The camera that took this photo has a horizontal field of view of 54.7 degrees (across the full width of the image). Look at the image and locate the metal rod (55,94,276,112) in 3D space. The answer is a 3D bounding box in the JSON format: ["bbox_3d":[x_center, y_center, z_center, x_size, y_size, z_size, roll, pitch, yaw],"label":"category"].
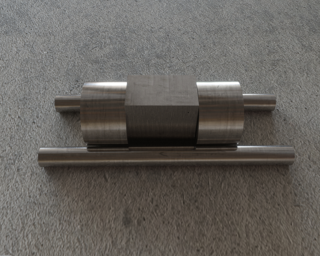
[{"bbox_3d":[0.008,-0.035,0.434,0.302,0.025,0.025,0,50,-1],"label":"metal rod"}]

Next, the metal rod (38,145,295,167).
[{"bbox_3d":[0.008,0.034,0.376,0.302,0.025,0.025,0,50,-1],"label":"metal rod"}]

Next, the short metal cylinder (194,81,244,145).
[{"bbox_3d":[0.068,-0.018,0.384,0.050,0.080,0.080,-1,50,-1],"label":"short metal cylinder"}]

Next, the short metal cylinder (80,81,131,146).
[{"bbox_3d":[-0.064,-0.018,0.383,0.050,0.080,0.080,-1,50,-1],"label":"short metal cylinder"}]

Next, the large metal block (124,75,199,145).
[{"bbox_3d":[0.002,-0.018,0.381,0.081,0.080,0.050,0,50,0],"label":"large metal block"}]
